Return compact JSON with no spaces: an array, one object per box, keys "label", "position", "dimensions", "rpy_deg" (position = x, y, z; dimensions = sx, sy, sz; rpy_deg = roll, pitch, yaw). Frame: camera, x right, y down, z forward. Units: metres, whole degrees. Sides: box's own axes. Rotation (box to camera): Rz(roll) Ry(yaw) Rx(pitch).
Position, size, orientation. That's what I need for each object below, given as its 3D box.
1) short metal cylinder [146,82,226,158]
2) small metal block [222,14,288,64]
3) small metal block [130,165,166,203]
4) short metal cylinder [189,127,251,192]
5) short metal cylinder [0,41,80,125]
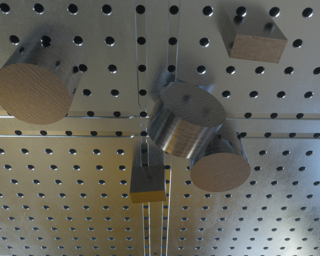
[{"label":"short metal cylinder","position":[0.030,-0.011,0.367],"dimensions":[0.081,0.080,0.050],"rpy_deg":[15,128,-13]},{"label":"small metal block","position":[0.095,-0.092,0.318],"dimensions":[0.050,0.050,0.025],"rpy_deg":[6,130,-5]},{"label":"small metal block","position":[-0.017,0.084,0.466],"dimensions":[0.050,0.050,0.025],"rpy_deg":[-5,130,4]},{"label":"short metal cylinder","position":[0.081,0.045,0.435],"dimensions":[0.081,0.050,0.079],"rpy_deg":[0,130,0]},{"label":"short metal cylinder","position":[-0.137,-0.050,0.351],"dimensions":[0.081,0.050,0.079],"rpy_deg":[0,130,0]}]
